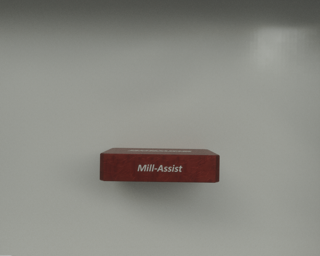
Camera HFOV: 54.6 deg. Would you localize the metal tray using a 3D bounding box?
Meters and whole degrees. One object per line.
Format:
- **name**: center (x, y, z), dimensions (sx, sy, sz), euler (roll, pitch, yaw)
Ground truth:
- **metal tray**: center (0.000, 0.043, 0.378), dimensions (0.131, 0.090, 0.030), euler (1, 90, 0)
